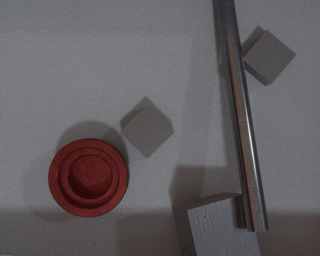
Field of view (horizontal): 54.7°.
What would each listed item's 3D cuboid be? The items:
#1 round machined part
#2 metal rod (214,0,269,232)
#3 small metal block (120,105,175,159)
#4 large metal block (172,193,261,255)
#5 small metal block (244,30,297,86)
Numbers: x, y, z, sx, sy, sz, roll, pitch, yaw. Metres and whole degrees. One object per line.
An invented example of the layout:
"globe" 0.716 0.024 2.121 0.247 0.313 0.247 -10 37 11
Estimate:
"round machined part" -0.088 0.062 0.402 0.099 0.042 0.097 0 90 -1
"metal rod" 0.099 -0.028 0.386 0.025 0.025 0.298 -6 80 -1
"small metal block" -0.017 0.005 0.411 0.050 0.025 0.050 -45 91 0
"large metal block" 0.069 0.129 0.384 0.081 0.050 0.080 -10 84 -20
"small metal block" 0.142 -0.092 0.413 0.050 0.025 0.050 40 90 -1
